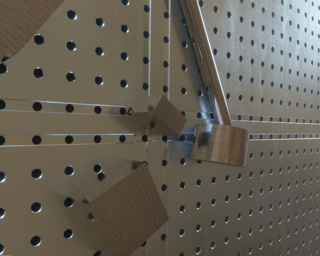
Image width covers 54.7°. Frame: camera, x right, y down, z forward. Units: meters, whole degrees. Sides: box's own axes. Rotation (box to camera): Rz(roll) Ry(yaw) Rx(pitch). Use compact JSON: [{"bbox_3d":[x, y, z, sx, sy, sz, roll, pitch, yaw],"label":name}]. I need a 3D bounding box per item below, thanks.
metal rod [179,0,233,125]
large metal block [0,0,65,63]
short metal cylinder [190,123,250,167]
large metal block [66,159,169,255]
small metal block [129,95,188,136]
[{"bbox_3d":[0.070,-0.101,0.470,0.025,0.025,0.298,-31,110,-36],"label":"metal rod"},{"bbox_3d":[-0.143,-0.118,0.274,0.080,0.050,0.080,44,64,-32],"label":"large metal block"},{"bbox_3d":[0.087,0.026,0.449,0.081,0.080,0.050,15,81,-39],"label":"short metal cylinder"},{"bbox_3d":[-0.046,0.092,0.356,0.081,0.050,0.080,-34,111,-35],"label":"large metal block"},{"bbox_3d":[-0.003,-0.015,0.393,0.050,0.050,0.025,43,64,-32],"label":"small metal block"}]
